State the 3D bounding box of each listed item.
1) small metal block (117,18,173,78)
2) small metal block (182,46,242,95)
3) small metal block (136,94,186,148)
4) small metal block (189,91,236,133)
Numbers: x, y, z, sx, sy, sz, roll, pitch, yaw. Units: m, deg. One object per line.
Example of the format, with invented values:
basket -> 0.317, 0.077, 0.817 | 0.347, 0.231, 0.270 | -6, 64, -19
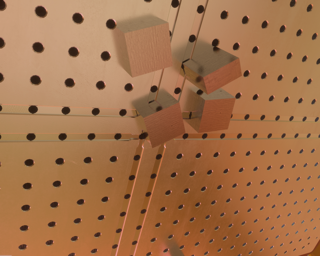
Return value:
small metal block -> -0.016, -0.090, 0.346 | 0.050, 0.025, 0.050 | -20, 126, -17
small metal block -> 0.064, -0.073, 0.384 | 0.050, 0.050, 0.025 | -29, 128, -10
small metal block -> 0.002, -0.009, 0.406 | 0.050, 0.025, 0.050 | -25, 127, -13
small metal block -> 0.073, -0.023, 0.436 | 0.050, 0.025, 0.050 | -7, 121, -25
